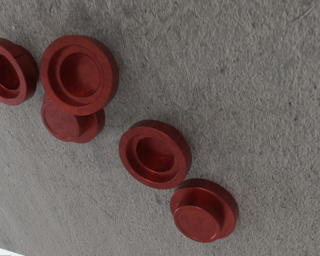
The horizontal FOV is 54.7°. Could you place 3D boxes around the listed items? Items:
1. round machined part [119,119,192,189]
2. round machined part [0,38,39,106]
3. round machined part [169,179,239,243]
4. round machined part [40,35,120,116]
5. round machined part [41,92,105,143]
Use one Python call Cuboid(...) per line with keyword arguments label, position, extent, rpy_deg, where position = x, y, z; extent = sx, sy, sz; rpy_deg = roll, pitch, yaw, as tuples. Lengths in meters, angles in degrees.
Cuboid(label="round machined part", position=(-0.003, 0.031, 0.417), extent=(0.098, 0.042, 0.097), rpy_deg=(13, 124, 21))
Cuboid(label="round machined part", position=(-0.221, -0.086, 0.460), extent=(0.098, 0.042, 0.097), rpy_deg=(13, 124, 21))
Cuboid(label="round machined part", position=(0.058, 0.124, 0.442), extent=(0.098, 0.042, 0.097), rpy_deg=(13, 124, 21))
Cuboid(label="round machined part", position=(-0.097, -0.068, 0.394), extent=(0.098, 0.042, 0.097), rpy_deg=(4, 107, 15))
Cuboid(label="round machined part", position=(-0.134, -0.018, 0.455), extent=(0.098, 0.042, 0.097), rpy_deg=(13, 124, 21))
